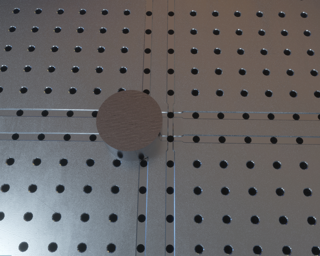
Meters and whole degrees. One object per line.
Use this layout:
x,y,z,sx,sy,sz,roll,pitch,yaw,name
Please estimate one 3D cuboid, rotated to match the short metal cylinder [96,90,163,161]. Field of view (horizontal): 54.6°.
-0.037,-0.002,0.399,0.080,0.050,0.080,0,70,0,short metal cylinder
